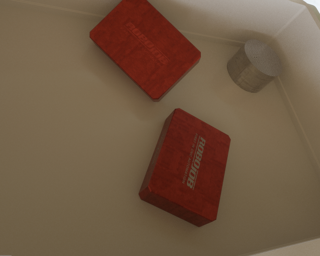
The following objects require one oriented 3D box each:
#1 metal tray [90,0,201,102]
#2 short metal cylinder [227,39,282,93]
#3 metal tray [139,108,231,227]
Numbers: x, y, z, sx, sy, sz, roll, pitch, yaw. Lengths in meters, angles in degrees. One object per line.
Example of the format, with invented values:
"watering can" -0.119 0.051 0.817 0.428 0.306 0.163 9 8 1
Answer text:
"metal tray" -0.020 -0.111 0.429 0.130 0.030 0.090 45 89 2
"short metal cylinder" 0.167 -0.109 0.549 0.081 0.050 0.080 14 56 -21
"metal tray" 0.037 0.047 0.396 0.090 0.030 0.130 28 52 -11
